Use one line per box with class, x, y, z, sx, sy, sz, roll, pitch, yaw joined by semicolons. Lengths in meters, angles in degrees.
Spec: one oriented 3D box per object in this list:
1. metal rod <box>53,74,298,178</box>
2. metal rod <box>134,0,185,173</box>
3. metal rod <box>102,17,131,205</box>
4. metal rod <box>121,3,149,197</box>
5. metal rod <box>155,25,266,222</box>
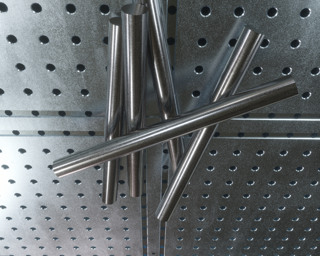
metal rod;0.005;0.004;0.366;0.301;0.025;0.025;-20;128;15
metal rod;0.006;-0.047;0.371;0.025;0.025;0.298;-8;130;6
metal rod;-0.061;0.003;0.413;0.025;0.025;0.298;6;130;-6
metal rod;-0.031;-0.005;0.391;0.025;0.025;0.298;2;135;-2
metal rod;0.053;0.016;0.402;0.025;0.025;0.298;14;122;-12
